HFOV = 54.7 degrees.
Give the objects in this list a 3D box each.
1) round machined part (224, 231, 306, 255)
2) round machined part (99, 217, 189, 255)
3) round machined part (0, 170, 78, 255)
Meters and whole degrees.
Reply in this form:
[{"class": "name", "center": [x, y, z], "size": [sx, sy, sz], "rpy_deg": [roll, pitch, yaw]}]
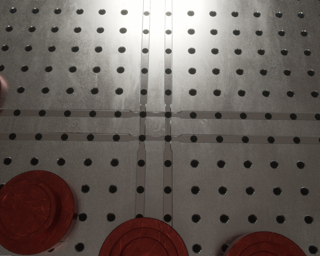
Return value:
[{"class": "round machined part", "center": [0.115, 0.166, 0.343], "size": [0.099, 0.042, 0.098], "rpy_deg": [0, 70, -1]}, {"class": "round machined part", "center": [-0.018, 0.152, 0.347], "size": [0.099, 0.042, 0.098], "rpy_deg": [0, 70, -1]}, {"class": "round machined part", "center": [-0.151, 0.097, 0.365], "size": [0.099, 0.042, 0.098], "rpy_deg": [0, 70, -1]}]
